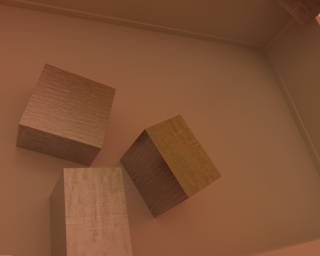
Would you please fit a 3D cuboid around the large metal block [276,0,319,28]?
[{"bbox_3d":[0.236,-0.219,0.499,0.080,0.050,0.080,47,51,4],"label":"large metal block"}]

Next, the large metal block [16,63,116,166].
[{"bbox_3d":[-0.102,-0.013,0.343,0.080,0.050,0.080,19,54,-17],"label":"large metal block"}]

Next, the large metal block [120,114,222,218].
[{"bbox_3d":[0.008,0.044,0.347,0.050,0.080,0.080,-24,75,-36],"label":"large metal block"}]

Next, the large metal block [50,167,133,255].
[{"bbox_3d":[-0.067,0.088,0.280,0.050,0.080,0.080,3,60,-27],"label":"large metal block"}]
